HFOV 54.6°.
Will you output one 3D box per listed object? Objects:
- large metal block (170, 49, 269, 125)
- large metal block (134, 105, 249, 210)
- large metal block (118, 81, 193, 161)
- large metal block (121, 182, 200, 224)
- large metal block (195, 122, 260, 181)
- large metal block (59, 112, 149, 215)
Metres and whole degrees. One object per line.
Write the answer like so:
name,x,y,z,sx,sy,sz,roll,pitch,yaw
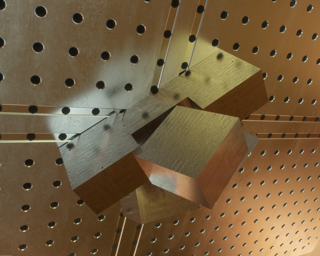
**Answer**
large metal block,0.072,-0.045,0.386,0.080,0.080,0.050,-34,129,-6
large metal block,0.035,0.027,0.329,0.080,0.080,0.050,-50,134,-26
large metal block,0.004,0.001,0.399,0.080,0.050,0.080,-34,129,-6
large metal block,-0.005,0.088,0.418,0.081,0.080,0.050,-9,86,-24
large metal block,0.088,0.027,0.431,0.050,0.080,0.080,33,103,4
large metal block,-0.062,0.039,0.363,0.080,0.080,0.050,-33,129,-7
